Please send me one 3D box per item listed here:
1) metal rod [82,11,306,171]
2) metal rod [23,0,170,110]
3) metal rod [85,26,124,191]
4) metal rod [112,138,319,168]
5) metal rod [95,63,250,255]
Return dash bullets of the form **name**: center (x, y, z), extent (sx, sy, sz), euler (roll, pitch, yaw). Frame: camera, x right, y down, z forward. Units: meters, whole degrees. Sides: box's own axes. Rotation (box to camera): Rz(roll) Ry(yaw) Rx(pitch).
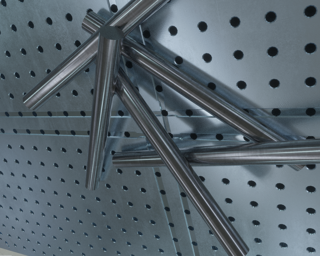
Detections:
- **metal rod**: center (0.037, -0.046, 0.362), extent (0.301, 0.025, 0.025), euler (34, 129, 5)
- **metal rod**: center (-0.057, -0.103, 0.344), extent (0.299, 0.025, 0.025), euler (-31, 102, 27)
- **metal rod**: center (-0.082, 0.000, 0.421), extent (0.025, 0.025, 0.298), euler (29, 138, 9)
- **metal rod**: center (0.053, 0.035, 0.381), extent (0.300, 0.025, 0.025), euler (-7, 115, 38)
- **metal rod**: center (0.008, 0.026, 0.377), extent (0.025, 0.025, 0.299), euler (-40, 82, 38)
